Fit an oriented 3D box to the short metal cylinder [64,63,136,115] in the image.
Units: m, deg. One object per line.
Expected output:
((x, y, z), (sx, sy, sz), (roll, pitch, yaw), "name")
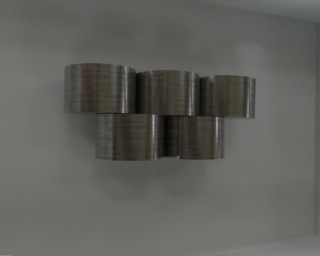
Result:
((-0.068, -0.041, 0.354), (0.081, 0.080, 0.050), (1, 90, -20), "short metal cylinder")

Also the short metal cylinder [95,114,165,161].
((-0.035, 0.010, 0.366), (0.081, 0.080, 0.050), (1, 90, -20), "short metal cylinder")

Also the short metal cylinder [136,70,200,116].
((0.009, -0.039, 0.382), (0.081, 0.080, 0.050), (1, 90, -20), "short metal cylinder")

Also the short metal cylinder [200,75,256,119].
((0.085, -0.038, 0.410), (0.081, 0.080, 0.050), (2, 90, -20), "short metal cylinder")

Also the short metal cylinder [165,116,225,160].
((0.042, 0.011, 0.395), (0.081, 0.080, 0.050), (1, 90, -20), "short metal cylinder")
